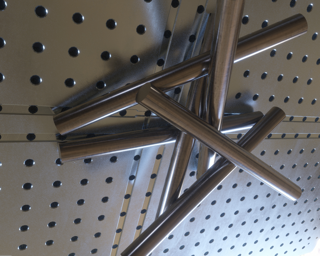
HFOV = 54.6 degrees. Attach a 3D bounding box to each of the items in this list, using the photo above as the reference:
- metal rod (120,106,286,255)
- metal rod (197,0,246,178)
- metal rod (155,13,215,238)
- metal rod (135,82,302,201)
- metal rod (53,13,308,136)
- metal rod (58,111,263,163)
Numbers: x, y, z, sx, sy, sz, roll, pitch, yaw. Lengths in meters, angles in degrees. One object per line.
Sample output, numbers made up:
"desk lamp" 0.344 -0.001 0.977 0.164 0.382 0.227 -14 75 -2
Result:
"metal rod" 0.069 0.070 0.423 0.301 0.025 0.025 -40 131 -17
"metal rod" 0.066 -0.019 0.382 0.025 0.025 0.299 -21 142 -16
"metal rod" 0.036 0.008 0.403 0.025 0.025 0.298 6 106 -31
"metal rod" 0.094 0.031 0.399 0.301 0.025 0.025 31 101 -30
"metal rod" 0.025 -0.062 0.353 0.301 0.025 0.025 -23 128 -2
"metal rod" 0.019 0.007 0.425 0.302 0.025 0.025 -9 122 -24
